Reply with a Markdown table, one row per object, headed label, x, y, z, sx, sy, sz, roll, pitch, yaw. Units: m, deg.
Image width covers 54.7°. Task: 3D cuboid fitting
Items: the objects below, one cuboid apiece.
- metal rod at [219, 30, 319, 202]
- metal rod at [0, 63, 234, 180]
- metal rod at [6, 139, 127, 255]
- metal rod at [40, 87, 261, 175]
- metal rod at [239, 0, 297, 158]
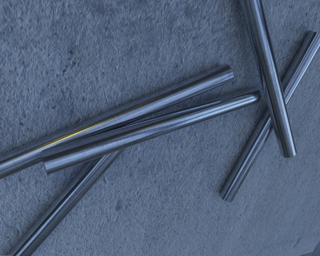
| label | x | y | z | sx | sy | sz | roll | pitch | yaw |
| --- | --- | --- | --- | --- | --- | --- | --- | --- | --- |
| metal rod | 0.171 | -0.007 | 0.495 | 0.025 | 0.025 | 0.298 | 10 | 113 | -33 |
| metal rod | -0.044 | -0.014 | 0.373 | 0.302 | 0.025 | 0.025 | -24 | 127 | -14 |
| metal rod | -0.141 | 0.118 | 0.402 | 0.299 | 0.025 | 0.025 | -48 | 129 | 6 |
| metal rod | 0.009 | -0.006 | 0.387 | 0.302 | 0.025 | 0.025 | -18 | 126 | -26 |
| metal rod | 0.149 | -0.072 | 0.422 | 0.025 | 0.025 | 0.299 | -33 | 123 | -7 |
